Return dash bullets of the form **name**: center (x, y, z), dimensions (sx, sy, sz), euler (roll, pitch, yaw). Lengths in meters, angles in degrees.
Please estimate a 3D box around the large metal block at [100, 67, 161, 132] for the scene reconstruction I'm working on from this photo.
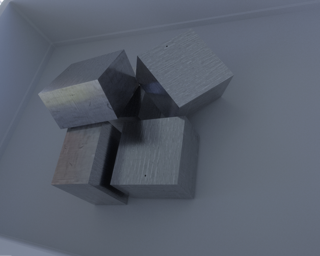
- **large metal block**: center (-0.044, -0.037, 0.432), dimensions (0.080, 0.050, 0.080), euler (-1, 61, 27)

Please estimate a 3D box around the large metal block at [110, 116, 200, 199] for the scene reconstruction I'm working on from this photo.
- **large metal block**: center (-0.003, 0.036, 0.363), dimensions (0.080, 0.050, 0.080), euler (-5, 59, 25)

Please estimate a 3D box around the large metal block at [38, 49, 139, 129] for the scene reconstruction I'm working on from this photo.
- **large metal block**: center (-0.081, -0.047, 0.374), dimensions (0.080, 0.050, 0.080), euler (-9, 33, 23)

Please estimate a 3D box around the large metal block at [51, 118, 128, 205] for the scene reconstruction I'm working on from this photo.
- **large metal block**: center (-0.076, 0.044, 0.380), dimensions (0.050, 0.080, 0.080), euler (-6, 59, 25)

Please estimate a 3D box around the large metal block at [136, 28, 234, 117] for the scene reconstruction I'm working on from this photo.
- **large metal block**: center (0.027, -0.062, 0.378), dimensions (0.080, 0.050, 0.080), euler (-32, 73, -19)
